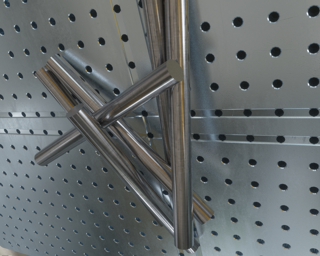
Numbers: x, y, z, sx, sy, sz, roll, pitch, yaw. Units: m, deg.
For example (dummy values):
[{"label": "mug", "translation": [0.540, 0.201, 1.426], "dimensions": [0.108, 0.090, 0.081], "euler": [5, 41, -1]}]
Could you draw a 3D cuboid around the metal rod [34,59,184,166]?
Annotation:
[{"label": "metal rod", "translation": [-0.087, -0.004, 0.405], "dimensions": [0.299, 0.025, 0.025], "euler": [-28, 103, 39]}]

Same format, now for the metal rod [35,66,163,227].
[{"label": "metal rod", "translation": [-0.081, 0.033, 0.474], "dimensions": [0.025, 0.025, 0.300], "euler": [-30, 102, 38]}]

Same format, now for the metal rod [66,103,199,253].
[{"label": "metal rod", "translation": [-0.023, 0.086, 0.430], "dimensions": [0.025, 0.025, 0.300], "euler": [-13, 126, 34]}]

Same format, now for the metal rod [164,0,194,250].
[{"label": "metal rod", "translation": [0.024, 0.005, 0.359], "dimensions": [0.025, 0.025, 0.298], "euler": [5, 107, 26]}]

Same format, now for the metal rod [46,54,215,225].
[{"label": "metal rod", "translation": [-0.043, 0.012, 0.419], "dimensions": [0.300, 0.025, 0.025], "euler": [45, 129, 5]}]

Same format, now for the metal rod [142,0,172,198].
[{"label": "metal rod", "translation": [0.008, -0.033, 0.386], "dimensions": [0.025, 0.025, 0.298], "euler": [6, 121, 25]}]
